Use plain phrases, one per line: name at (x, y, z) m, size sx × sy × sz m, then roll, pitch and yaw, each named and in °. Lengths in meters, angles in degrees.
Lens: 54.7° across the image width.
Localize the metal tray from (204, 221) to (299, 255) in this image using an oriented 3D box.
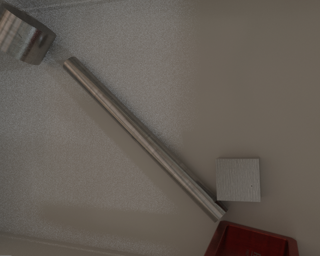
metal tray at (0.095, 0.142, 0.320) m, size 0.090 × 0.130 × 0.030 m, roll 10°, pitch 97°, yaw 19°

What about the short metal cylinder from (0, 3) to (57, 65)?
short metal cylinder at (-0.200, -0.135, 0.450) m, size 0.080 × 0.080 × 0.050 m, roll 38°, pitch 102°, yaw 15°

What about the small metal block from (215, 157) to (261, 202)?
small metal block at (0.096, 0.061, 0.377) m, size 0.050 × 0.025 × 0.050 m, roll -2°, pitch 89°, yaw 19°

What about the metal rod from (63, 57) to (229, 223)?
metal rod at (-0.028, 0.007, 0.419) m, size 0.300 × 0.025 × 0.025 m, roll 44°, pitch 104°, yaw 14°
